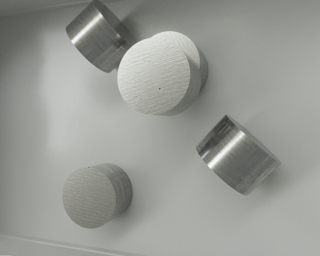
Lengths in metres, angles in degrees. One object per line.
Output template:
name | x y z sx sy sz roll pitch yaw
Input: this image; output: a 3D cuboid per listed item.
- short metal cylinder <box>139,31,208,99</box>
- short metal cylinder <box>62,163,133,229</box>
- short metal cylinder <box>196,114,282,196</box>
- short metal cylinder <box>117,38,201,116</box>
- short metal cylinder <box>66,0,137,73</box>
short metal cylinder | 0.016 -0.075 0.391 0.080 0.050 0.079 0 90 19
short metal cylinder | -0.085 0.091 0.426 0.080 0.050 0.079 0 90 19
short metal cylinder | 0.088 0.029 0.350 0.080 0.080 0.050 44 104 14
short metal cylinder | 0.001 -0.054 0.343 0.080 0.050 0.079 0 90 19
short metal cylinder | -0.075 -0.119 0.406 0.050 0.080 0.080 -38 78 16
